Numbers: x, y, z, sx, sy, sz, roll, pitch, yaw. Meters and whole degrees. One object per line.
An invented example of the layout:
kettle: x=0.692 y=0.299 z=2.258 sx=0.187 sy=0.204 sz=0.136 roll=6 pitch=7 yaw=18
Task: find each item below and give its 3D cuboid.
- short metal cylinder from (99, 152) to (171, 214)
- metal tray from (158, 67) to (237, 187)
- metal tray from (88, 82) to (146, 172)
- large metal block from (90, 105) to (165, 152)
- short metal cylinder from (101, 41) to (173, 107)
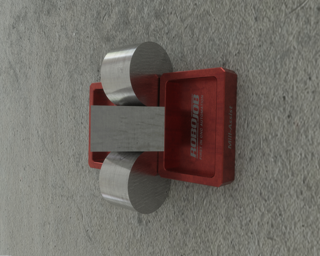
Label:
short metal cylinder: x=-0.030 y=0.064 z=0.395 sx=0.050 sy=0.081 sz=0.079 roll=3 pitch=92 yaw=40
metal tray: x=0.043 y=-0.002 z=0.369 sx=0.090 sy=0.030 sz=0.129 roll=2 pitch=91 yaw=40
metal tray: x=-0.065 y=-0.003 z=0.458 sx=0.090 sy=0.030 sz=0.129 roll=2 pitch=91 yaw=40
large metal block: x=-0.041 y=0.000 z=0.378 sx=0.080 sy=0.081 sz=0.050 roll=-170 pitch=81 yaw=-80
short metal cylinder: x=-0.027 y=-0.066 z=0.393 sx=0.050 sy=0.081 sz=0.079 roll=3 pitch=92 yaw=40
